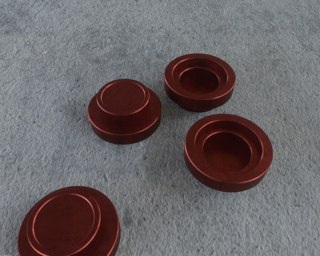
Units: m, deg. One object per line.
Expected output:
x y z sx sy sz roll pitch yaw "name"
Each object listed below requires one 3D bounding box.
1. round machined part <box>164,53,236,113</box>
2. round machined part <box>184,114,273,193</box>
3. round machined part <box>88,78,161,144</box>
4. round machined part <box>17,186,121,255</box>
0.055 -0.060 0.443 0.099 0.042 0.098 0 50 0 "round machined part"
0.077 0.033 0.365 0.099 0.042 0.098 0 50 0 "round machined part"
-0.048 -0.029 0.416 0.099 0.042 0.098 0 50 0 "round machined part"
-0.090 0.100 0.307 0.099 0.042 0.098 0 50 0 "round machined part"
